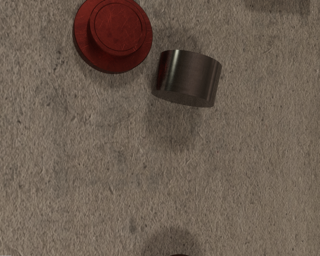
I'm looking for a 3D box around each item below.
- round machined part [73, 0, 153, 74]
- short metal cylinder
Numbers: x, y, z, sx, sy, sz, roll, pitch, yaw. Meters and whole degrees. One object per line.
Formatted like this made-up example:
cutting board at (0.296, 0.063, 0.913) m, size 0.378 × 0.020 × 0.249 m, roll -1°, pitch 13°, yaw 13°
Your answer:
round machined part at (-0.055, -0.118, 0.380) m, size 0.099 × 0.042 × 0.097 m, roll 0°, pitch 90°, yaw -21°
short metal cylinder at (0.034, -0.060, 0.393) m, size 0.081 × 0.080 × 0.050 m, roll 14°, pitch 85°, yaw -20°
